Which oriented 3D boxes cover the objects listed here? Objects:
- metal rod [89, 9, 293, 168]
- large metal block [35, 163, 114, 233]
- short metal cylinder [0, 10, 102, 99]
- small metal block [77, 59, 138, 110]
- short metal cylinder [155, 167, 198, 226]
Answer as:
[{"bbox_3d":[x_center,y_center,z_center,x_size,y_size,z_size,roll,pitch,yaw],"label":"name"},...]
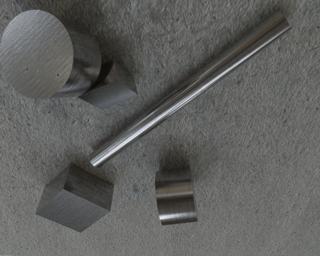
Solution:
[{"bbox_3d":[0.018,-0.032,0.379,0.299,0.025,0.025,-36,122,26],"label":"metal rod"},{"bbox_3d":[-0.131,0.111,0.483,0.080,0.050,0.080,35,122,-26],"label":"large metal block"},{"bbox_3d":[-0.106,-0.069,0.305,0.080,0.050,0.079,2,98,18],"label":"short metal cylinder"},{"bbox_3d":[-0.060,-0.047,0.351,0.050,0.025,0.050,-20,161,16],"label":"small metal block"},{"bbox_3d":[0.025,0.100,0.457,0.050,0.080,0.080,-8,130,6],"label":"short metal cylinder"}]
